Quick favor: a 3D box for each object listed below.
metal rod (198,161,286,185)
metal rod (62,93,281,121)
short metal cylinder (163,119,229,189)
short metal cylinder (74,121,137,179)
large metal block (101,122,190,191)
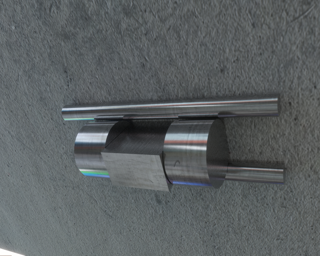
[{"bbox_3d":[0.014,0.055,0.435,0.300,0.025,0.025,0,118,28],"label":"metal rod"},{"bbox_3d":[-0.007,-0.023,0.398,0.300,0.025,0.025,0,118,28],"label":"metal rod"},{"bbox_3d":[0.045,0.030,0.367,0.050,0.080,0.080,-1,118,29],"label":"short metal cylinder"},{"bbox_3d":[-0.071,0.030,0.428,0.050,0.080,0.080,-1,118,29],"label":"short metal cylinder"},{"bbox_3d":[-0.014,0.032,0.397,0.080,0.080,0.050,0,119,28],"label":"large metal block"}]
